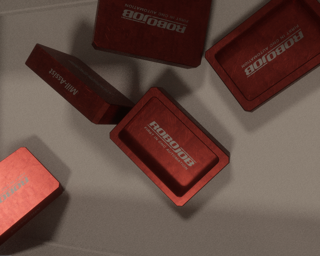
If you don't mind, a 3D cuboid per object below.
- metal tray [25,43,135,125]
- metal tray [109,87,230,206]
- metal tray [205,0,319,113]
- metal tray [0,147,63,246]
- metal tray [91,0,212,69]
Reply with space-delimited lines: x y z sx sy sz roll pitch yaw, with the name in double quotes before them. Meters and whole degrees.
"metal tray" -0.100 -0.055 0.409 0.130 0.090 0.030 39 102 15
"metal tray" 0.012 0.022 0.393 0.130 0.030 0.090 45 104 5
"metal tray" 0.131 -0.090 0.361 0.130 0.030 0.090 -37 79 16
"metal tray" -0.220 0.100 0.444 0.090 0.030 0.131 41 64 15
"metal tray" -0.009 -0.128 0.371 0.131 0.030 0.089 8 94 -18
